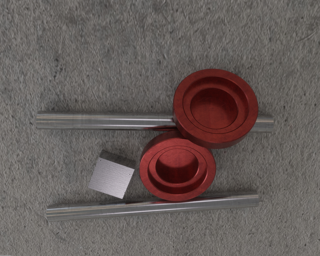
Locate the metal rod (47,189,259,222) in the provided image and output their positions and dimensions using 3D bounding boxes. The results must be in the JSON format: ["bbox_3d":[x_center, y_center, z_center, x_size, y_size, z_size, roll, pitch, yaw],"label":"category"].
[{"bbox_3d":[-0.011,0.113,0.451,0.302,0.025,0.025,-4,110,1],"label":"metal rod"}]

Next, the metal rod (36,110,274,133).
[{"bbox_3d":[-0.006,-0.008,0.406,0.302,0.025,0.025,1,110,-1],"label":"metal rod"}]

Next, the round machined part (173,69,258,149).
[{"bbox_3d":[0.064,-0.020,0.376,0.099,0.042,0.098,1,66,-1],"label":"round machined part"}]

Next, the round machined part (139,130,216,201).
[{"bbox_3d":[0.022,0.046,0.414,0.099,0.042,0.097,0,116,0],"label":"round machined part"}]

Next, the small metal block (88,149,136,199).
[{"bbox_3d":[-0.067,0.065,0.433,0.050,0.025,0.050,20,109,-8],"label":"small metal block"}]
